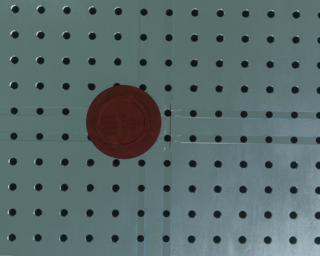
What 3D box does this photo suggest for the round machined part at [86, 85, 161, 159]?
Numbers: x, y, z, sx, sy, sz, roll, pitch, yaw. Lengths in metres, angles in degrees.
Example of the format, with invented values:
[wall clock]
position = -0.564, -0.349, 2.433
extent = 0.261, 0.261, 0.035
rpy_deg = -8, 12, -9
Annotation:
[round machined part]
position = -0.048, -0.008, 0.404
extent = 0.099, 0.042, 0.097
rpy_deg = 0, 90, -1
